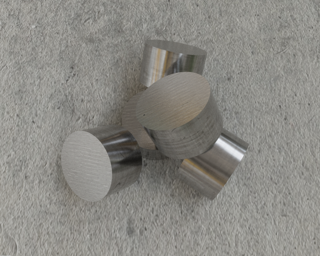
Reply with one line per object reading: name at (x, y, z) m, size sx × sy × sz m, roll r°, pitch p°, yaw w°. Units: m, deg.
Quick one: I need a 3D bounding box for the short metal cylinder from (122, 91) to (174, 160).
short metal cylinder at (-0.006, -0.003, 0.397) m, size 0.081 × 0.050 × 0.080 m, roll 0°, pitch 70°, yaw -1°

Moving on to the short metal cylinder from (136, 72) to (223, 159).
short metal cylinder at (0.021, -0.014, 0.330) m, size 0.080 × 0.050 × 0.080 m, roll -15°, pitch 46°, yaw 17°

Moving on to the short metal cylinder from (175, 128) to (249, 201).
short metal cylinder at (0.061, 0.038, 0.366) m, size 0.050 × 0.080 × 0.080 m, roll 33°, pitch 73°, yaw 11°

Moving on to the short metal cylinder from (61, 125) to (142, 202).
short metal cylinder at (-0.068, 0.039, 0.360) m, size 0.080 × 0.050 × 0.079 m, roll 7°, pitch 102°, yaw 34°

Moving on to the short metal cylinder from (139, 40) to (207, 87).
short metal cylinder at (0.016, -0.081, 0.403) m, size 0.080 × 0.080 × 0.050 m, roll 13°, pitch 114°, yaw 4°
